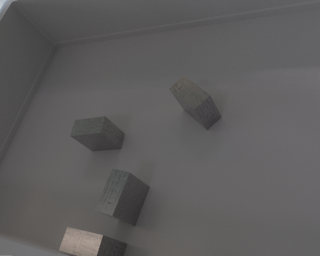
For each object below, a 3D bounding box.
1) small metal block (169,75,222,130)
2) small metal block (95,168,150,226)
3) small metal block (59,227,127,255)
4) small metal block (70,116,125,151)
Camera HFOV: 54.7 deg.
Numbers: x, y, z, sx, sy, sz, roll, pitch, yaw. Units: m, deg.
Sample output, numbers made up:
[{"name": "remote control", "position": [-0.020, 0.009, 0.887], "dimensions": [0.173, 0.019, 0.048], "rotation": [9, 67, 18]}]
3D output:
[{"name": "small metal block", "position": [0.044, -0.031, 0.385], "dimensions": [0.025, 0.050, 0.050], "rotation": [-43, 51, -1]}, {"name": "small metal block", "position": [-0.042, 0.082, 0.362], "dimensions": [0.025, 0.050, 0.050], "rotation": [7, 65, 31]}, {"name": "small metal block", "position": [-0.074, 0.133, 0.347], "dimensions": [0.050, 0.050, 0.025], "rotation": [1, 63, 28]}, {"name": "small metal block", "position": [-0.085, 0.009, 0.429], "dimensions": [0.050, 0.050, 0.025], "rotation": [-6, 59, 25]}]
